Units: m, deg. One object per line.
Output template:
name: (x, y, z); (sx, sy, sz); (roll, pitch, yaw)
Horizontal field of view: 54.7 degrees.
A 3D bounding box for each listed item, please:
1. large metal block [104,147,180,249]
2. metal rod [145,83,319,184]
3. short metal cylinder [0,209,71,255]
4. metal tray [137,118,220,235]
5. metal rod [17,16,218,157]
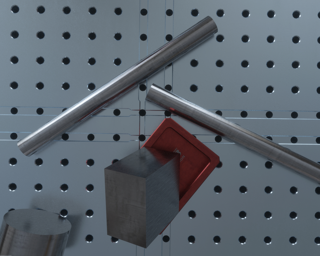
large metal block: (-0.017, 0.075, 0.357); (0.050, 0.080, 0.079); (8, 107, 27)
metal rod: (0.121, 0.017, 0.415); (0.301, 0.025, 0.025); (26, 90, -1)
short metal cylinder: (-0.157, 0.139, 0.384); (0.080, 0.080, 0.050); (16, 90, -1)
metal tray: (0.004, 0.062, 0.410); (0.090, 0.030, 0.130); (39, 90, -1)
metal rod: (-0.055, -0.056, 0.412); (0.301, 0.025, 0.025); (-34, 90, -1)
